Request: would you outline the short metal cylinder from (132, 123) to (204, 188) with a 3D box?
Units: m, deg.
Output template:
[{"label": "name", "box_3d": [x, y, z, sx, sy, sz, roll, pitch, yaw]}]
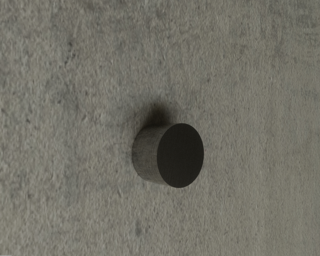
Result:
[{"label": "short metal cylinder", "box_3d": [0.011, 0.034, 0.400, 0.081, 0.050, 0.079, 0, 90, -40]}]
